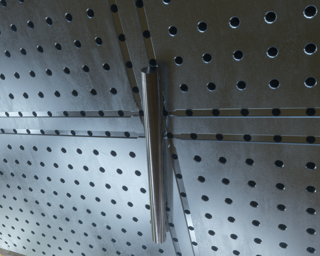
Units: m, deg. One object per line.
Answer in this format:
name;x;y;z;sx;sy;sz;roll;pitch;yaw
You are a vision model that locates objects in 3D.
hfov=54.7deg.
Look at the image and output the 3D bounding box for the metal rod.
metal rod;-0.006;0.058;0.448;0.025;0.025;0.298;12;123;21
